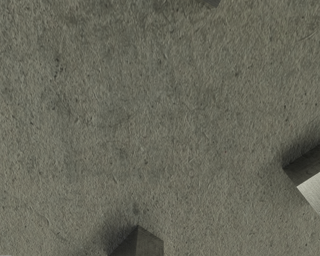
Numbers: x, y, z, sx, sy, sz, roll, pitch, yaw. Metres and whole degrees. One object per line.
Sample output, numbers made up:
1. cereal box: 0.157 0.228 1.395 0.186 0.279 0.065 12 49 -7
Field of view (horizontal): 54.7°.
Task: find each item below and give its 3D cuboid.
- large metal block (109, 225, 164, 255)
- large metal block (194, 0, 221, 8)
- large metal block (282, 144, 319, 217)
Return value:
1. large metal block: -0.039 0.207 0.456 0.050 0.080 0.080 38 106 -13
2. large metal block: 0.042 -0.184 0.329 0.080 0.050 0.080 25 108 -9
3. large metal block: 0.233 0.072 0.425 0.080 0.050 0.080 -38 106 12
